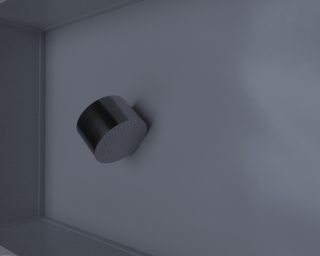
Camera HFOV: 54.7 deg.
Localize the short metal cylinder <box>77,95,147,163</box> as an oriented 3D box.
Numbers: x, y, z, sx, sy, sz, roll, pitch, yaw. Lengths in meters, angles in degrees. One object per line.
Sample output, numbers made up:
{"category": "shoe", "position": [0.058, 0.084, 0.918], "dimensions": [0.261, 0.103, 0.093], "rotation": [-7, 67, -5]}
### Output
{"category": "short metal cylinder", "position": [-0.065, 0.002, 0.422], "dimensions": [0.050, 0.081, 0.080], "rotation": [48, 119, 29]}
